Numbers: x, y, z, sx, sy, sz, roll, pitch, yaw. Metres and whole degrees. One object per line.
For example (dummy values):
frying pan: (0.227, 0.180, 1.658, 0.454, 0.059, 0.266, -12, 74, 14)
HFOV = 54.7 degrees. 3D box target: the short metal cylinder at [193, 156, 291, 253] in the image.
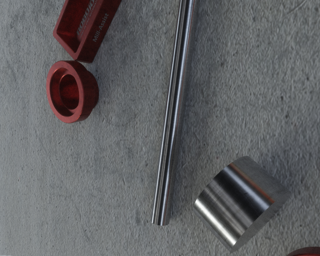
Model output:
short metal cylinder: (0.079, 0.074, 0.303, 0.050, 0.081, 0.080, 44, 117, 30)

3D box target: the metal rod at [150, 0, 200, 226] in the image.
metal rod: (0.019, -0.025, 0.387, 0.025, 0.025, 0.298, 12, 98, 39)

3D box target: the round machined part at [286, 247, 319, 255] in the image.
round machined part: (0.149, 0.154, 0.271, 0.098, 0.042, 0.097, 0, 90, 39)

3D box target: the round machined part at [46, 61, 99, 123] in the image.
round machined part: (-0.136, -0.059, 0.496, 0.098, 0.042, 0.097, 10, 106, 37)

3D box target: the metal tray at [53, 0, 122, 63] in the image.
metal tray: (-0.118, -0.182, 0.496, 0.090, 0.030, 0.129, 47, 118, 29)
